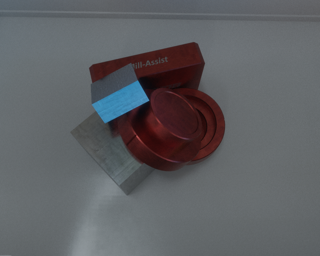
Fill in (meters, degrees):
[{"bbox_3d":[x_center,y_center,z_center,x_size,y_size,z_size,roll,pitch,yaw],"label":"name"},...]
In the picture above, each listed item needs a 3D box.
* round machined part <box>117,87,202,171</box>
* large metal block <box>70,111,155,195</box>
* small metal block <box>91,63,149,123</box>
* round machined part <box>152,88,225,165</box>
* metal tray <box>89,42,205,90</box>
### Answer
[{"bbox_3d":[0.007,-0.005,0.340,0.099,0.042,0.098,24,43,-24],"label":"round machined part"},{"bbox_3d":[-0.051,0.029,0.368,0.050,0.080,0.080,-42,76,-14],"label":"large metal block"},{"bbox_3d":[-0.043,-0.038,0.323,0.050,0.025,0.050,-27,33,3],"label":"small metal block"},{"bbox_3d":[0.031,0.001,0.400,0.099,0.042,0.098,0,70,-1],"label":"round machined part"},{"bbox_3d":[-0.015,-0.059,0.394,0.131,0.090,0.030,-14,72,-6],"label":"metal tray"}]
